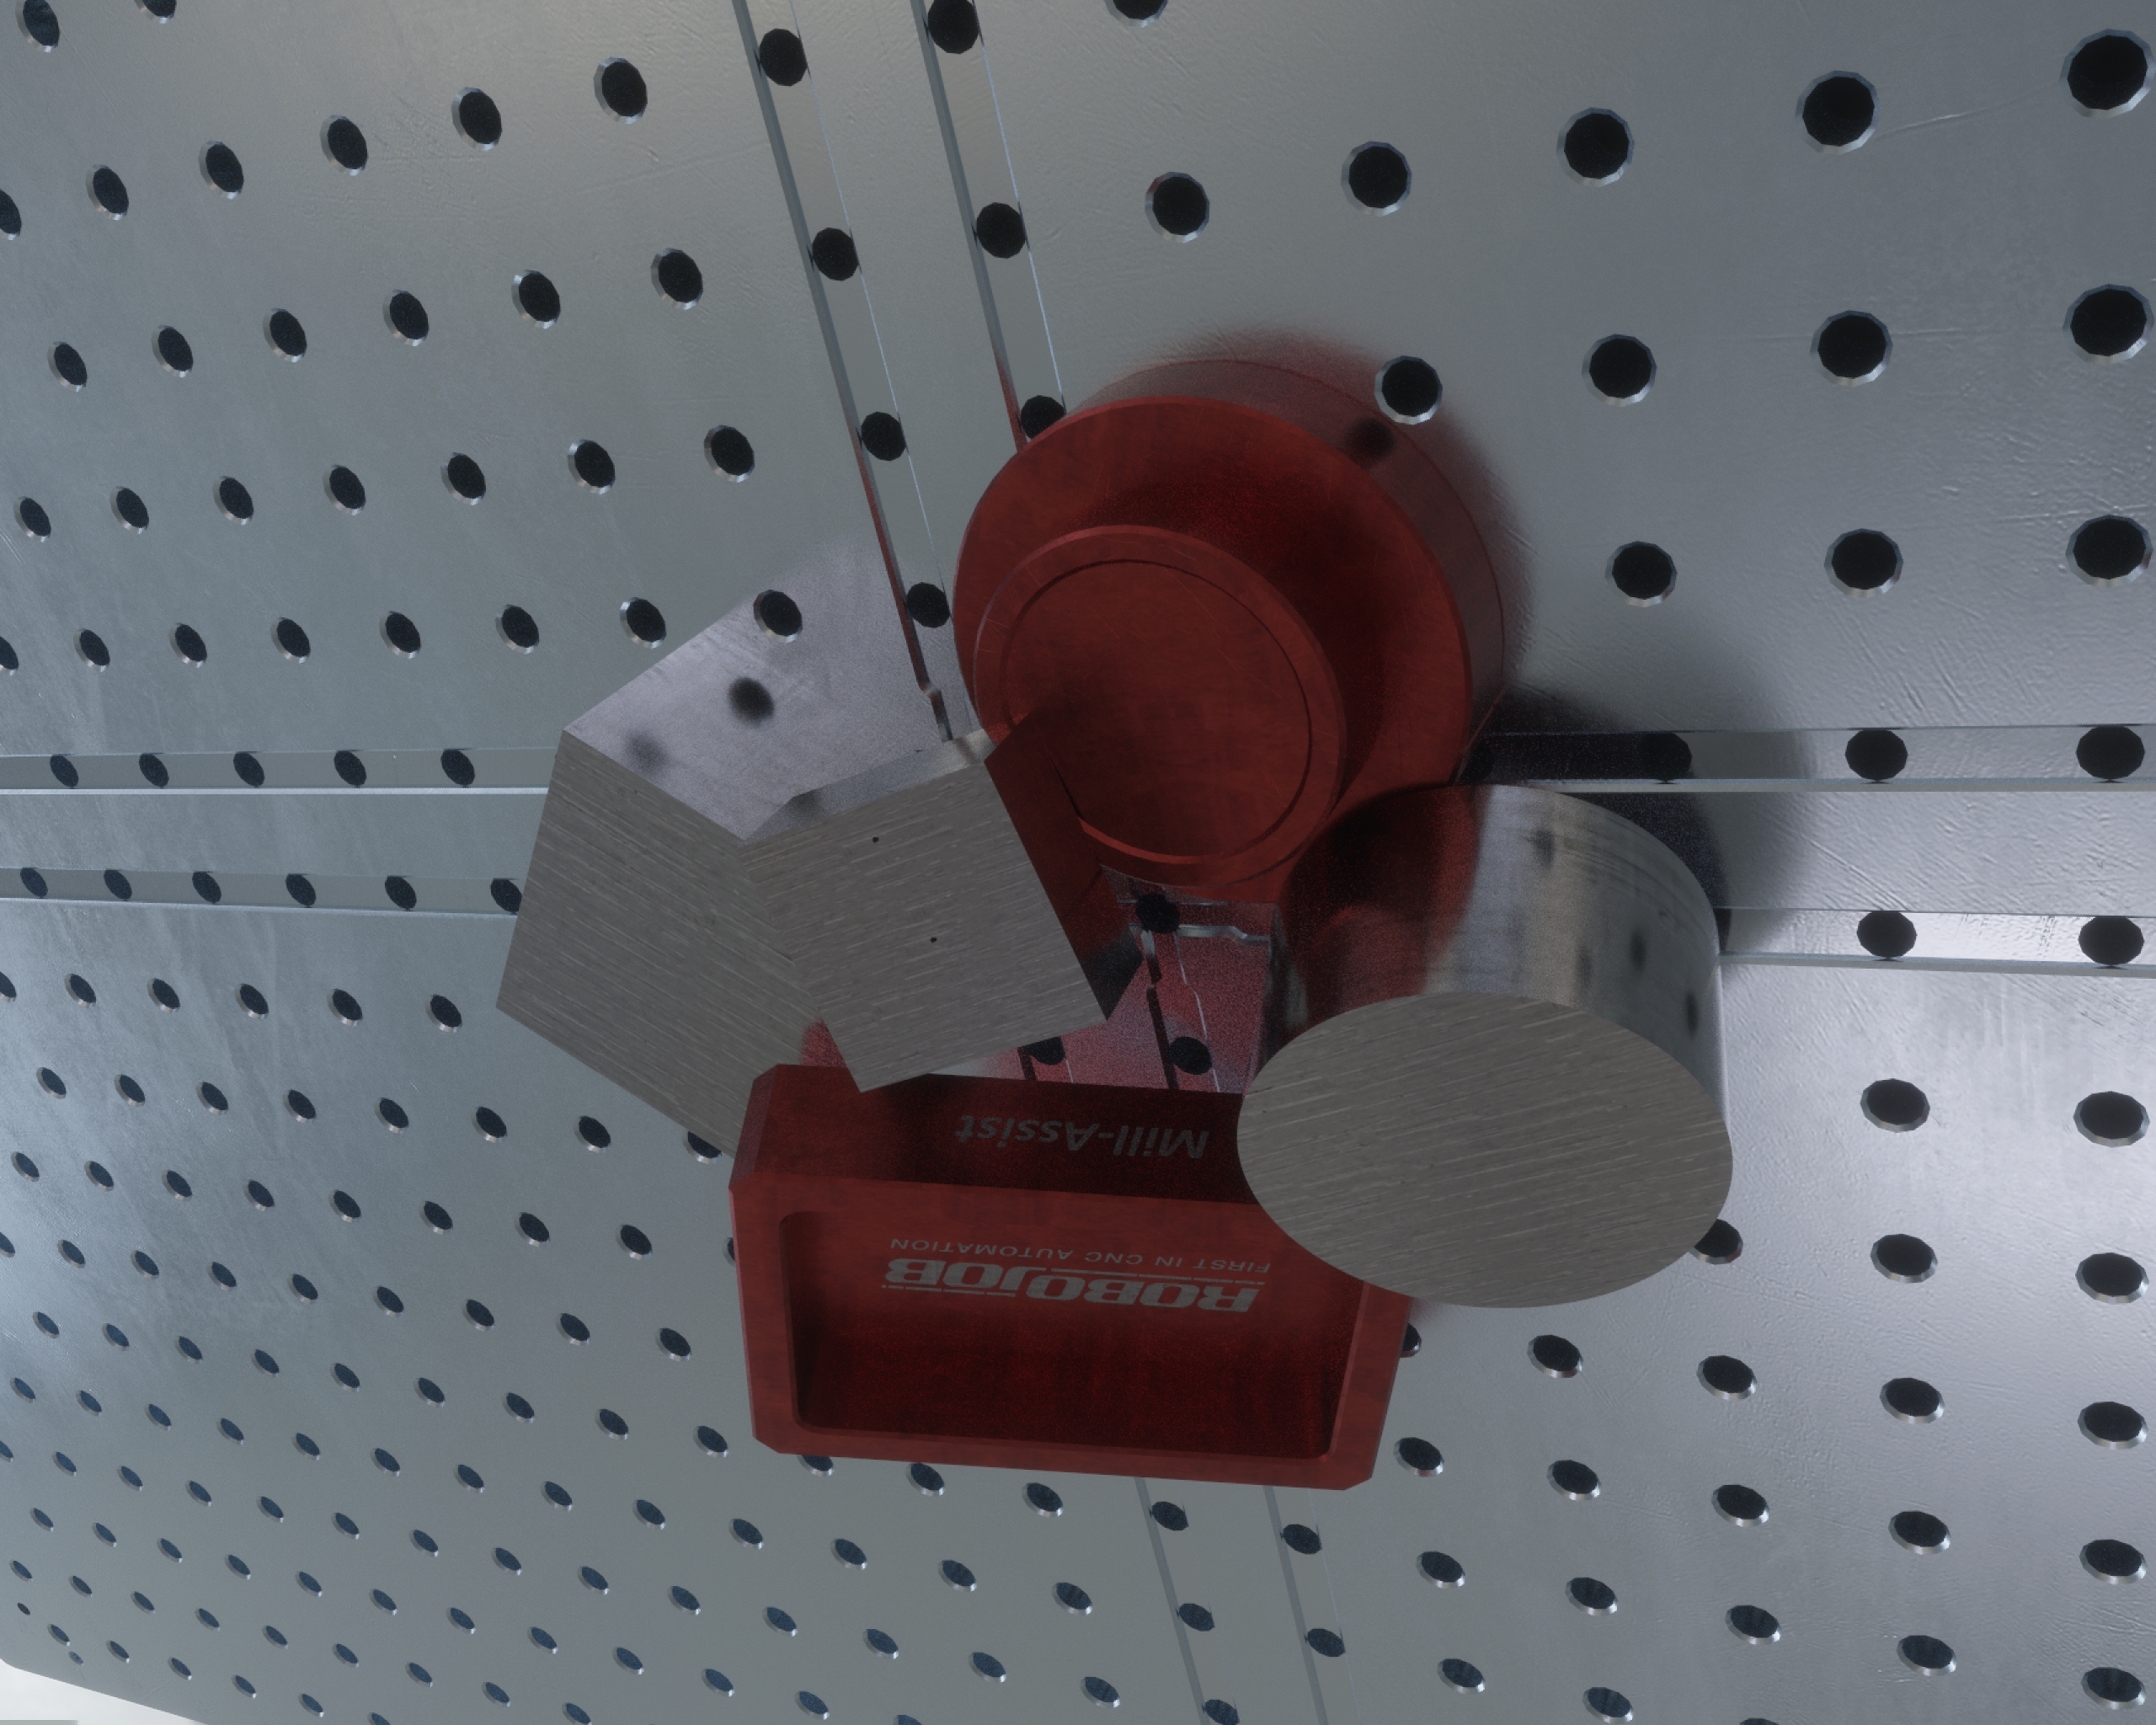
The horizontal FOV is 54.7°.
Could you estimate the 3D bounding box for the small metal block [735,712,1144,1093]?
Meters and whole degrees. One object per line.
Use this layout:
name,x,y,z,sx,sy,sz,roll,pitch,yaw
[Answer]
small metal block,-0.024,0.008,0.368,0.050,0.025,0.050,-18,106,23

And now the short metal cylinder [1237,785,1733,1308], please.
short metal cylinder,0.071,0.033,0.363,0.080,0.050,0.079,7,133,8

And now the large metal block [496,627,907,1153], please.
large metal block,-0.067,0.011,0.437,0.080,0.050,0.079,31,128,8

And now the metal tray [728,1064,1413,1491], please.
metal tray,-0.001,0.086,0.425,0.131,0.030,0.089,4,130,0

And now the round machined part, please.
round machined part,0.021,-0.034,0.368,0.098,0.042,0.097,13,124,21
